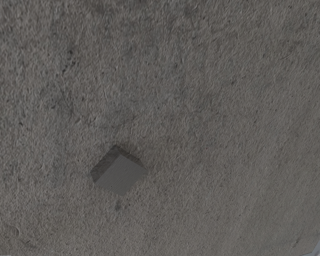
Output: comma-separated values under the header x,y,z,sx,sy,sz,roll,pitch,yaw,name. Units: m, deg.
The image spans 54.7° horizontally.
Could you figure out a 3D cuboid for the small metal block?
x,y,z,sx,sy,sz,roll,pitch,yaw,name
-0.055,0.057,0.412,0.050,0.025,0.050,-48,129,5,small metal block
